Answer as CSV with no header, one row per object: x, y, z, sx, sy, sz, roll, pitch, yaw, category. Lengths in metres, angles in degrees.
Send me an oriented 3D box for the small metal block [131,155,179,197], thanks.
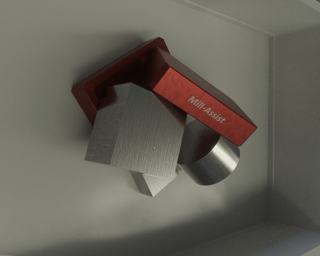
-0.009,0.052,0.399,0.050,0.025,0.050,-36,112,-34,small metal block

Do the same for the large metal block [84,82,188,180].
-0.023,0.006,0.329,0.080,0.050,0.080,21,77,-38,large metal block

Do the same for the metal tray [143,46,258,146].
0.044,-0.039,0.363,0.131,0.090,0.030,31,108,-21,metal tray

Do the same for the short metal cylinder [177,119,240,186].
0.061,0.031,0.423,0.050,0.080,0.080,47,62,-30,short metal cylinder

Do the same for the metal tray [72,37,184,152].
-0.029,-0.043,0.378,0.131,0.030,0.090,-41,115,-32,metal tray
